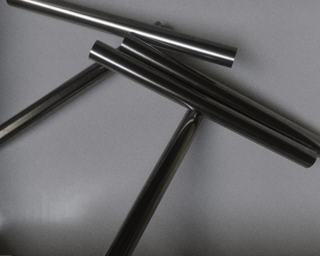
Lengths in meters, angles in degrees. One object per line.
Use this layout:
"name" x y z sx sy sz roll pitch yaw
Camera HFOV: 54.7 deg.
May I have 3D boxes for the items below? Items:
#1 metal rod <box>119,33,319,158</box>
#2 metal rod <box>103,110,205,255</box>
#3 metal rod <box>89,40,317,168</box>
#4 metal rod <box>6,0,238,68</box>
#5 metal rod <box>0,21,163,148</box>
"metal rod" 0.089 -0.036 0.393 0.301 0.025 0.025 27 90 -8
"metal rod" -0.010 0.075 0.349 0.025 0.025 0.300 31 64 0
"metal rod" 0.057 -0.026 0.378 0.301 0.025 0.025 26 90 -6
"metal rod" -0.053 -0.129 0.389 0.301 0.025 0.025 18 90 8
"metal rod" -0.121 -0.048 0.410 0.301 0.025 0.025 -34 90 0
